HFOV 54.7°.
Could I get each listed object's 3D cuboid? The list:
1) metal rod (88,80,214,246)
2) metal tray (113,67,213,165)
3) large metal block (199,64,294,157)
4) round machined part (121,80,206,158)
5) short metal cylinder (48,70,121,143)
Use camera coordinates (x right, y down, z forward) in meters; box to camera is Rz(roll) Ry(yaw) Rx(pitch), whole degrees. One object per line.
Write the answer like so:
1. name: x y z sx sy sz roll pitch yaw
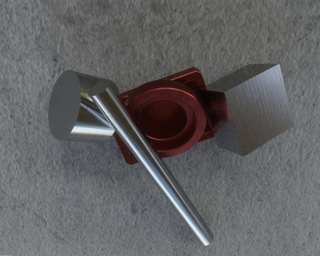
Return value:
1. metal rod: 0.005 0.065 0.388 0.025 0.025 0.299 -26 126 9
2. metal tray: 0.002 -0.015 0.403 0.131 0.030 0.090 -19 109 6
3. large metal block: 0.104 -0.024 0.372 0.081 0.050 0.080 -28 110 -18
4. round machined part: 0.003 -0.014 0.371 0.099 0.042 0.097 -3 126 -4
5. short metal cylinder: -0.090 -0.023 0.365 0.050 0.080 0.079 8 115 -42
